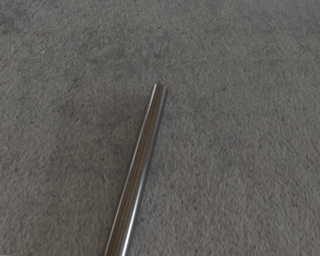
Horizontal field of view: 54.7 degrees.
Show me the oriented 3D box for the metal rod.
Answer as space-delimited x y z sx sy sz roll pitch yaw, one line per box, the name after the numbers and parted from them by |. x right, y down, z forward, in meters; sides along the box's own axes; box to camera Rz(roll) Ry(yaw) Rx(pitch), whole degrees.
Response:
-0.028 0.058 0.353 0.025 0.025 0.300 8 50 6 | metal rod
